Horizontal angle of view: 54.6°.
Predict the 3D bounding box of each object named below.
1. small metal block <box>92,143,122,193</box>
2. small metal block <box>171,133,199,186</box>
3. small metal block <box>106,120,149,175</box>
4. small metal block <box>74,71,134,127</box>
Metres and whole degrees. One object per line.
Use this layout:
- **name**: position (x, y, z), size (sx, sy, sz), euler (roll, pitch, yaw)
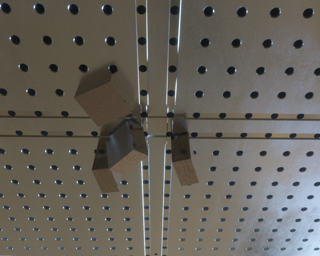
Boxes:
- **small metal block**: position (-0.073, 0.057, 0.442), size (0.025, 0.050, 0.050), euler (-7, 130, 6)
- **small metal block**: position (0.035, 0.044, 0.433), size (0.025, 0.050, 0.050), euler (-13, 129, 11)
- **small metal block**: position (-0.045, 0.026, 0.414), size (0.025, 0.050, 0.050), euler (27, 126, -38)
- **small metal block**: position (-0.068, -0.035, 0.381), size (0.050, 0.025, 0.050), euler (-21, 127, 17)
